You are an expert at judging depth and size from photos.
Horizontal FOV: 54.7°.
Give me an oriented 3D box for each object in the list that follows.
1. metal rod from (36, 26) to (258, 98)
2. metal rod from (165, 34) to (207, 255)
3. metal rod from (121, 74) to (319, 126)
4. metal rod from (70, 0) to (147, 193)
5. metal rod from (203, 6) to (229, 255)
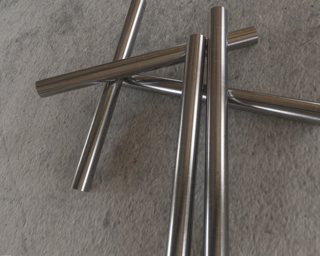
[{"bbox_3d":[-0.020,-0.089,0.422,0.302,0.025,0.025,-13,55,3],"label":"metal rod"},{"bbox_3d":[0.030,0.028,0.344,0.025,0.025,0.299,-3,68,26],"label":"metal rod"},{"bbox_3d":[0.050,-0.047,0.404,0.300,0.025,0.025,15,70,33],"label":"metal rod"},{"bbox_3d":[-0.069,-0.058,0.446,0.025,0.025,0.299,6,73,30],"label":"metal rod"},{"bbox_3d":[0.064,-0.010,0.349,0.025,0.025,0.299,-6,67,25],"label":"metal rod"}]
